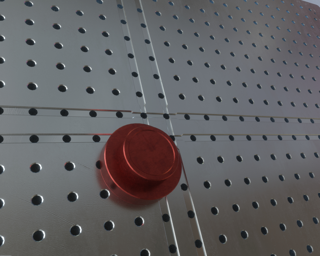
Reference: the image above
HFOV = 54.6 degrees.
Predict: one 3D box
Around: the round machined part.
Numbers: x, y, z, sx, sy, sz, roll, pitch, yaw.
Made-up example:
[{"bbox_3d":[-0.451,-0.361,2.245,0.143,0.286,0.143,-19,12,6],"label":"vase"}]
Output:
[{"bbox_3d":[-0.017,0.036,0.365,0.099,0.042,0.098,13,56,-21],"label":"round machined part"}]
